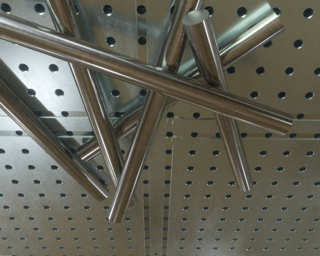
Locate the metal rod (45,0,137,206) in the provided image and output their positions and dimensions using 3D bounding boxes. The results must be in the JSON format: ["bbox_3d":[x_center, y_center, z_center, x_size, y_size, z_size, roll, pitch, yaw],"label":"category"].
[{"bbox_3d":[-0.074,-0.018,0.370,0.025,0.025,0.299,-9,122,7],"label":"metal rod"}]

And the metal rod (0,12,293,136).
[{"bbox_3d":[-0.009,-0.051,0.311,0.301,0.025,0.025,18,128,-7],"label":"metal rod"}]

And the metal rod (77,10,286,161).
[{"bbox_3d":[0.007,-0.037,0.379,0.299,0.025,0.025,-33,123,24],"label":"metal rod"}]

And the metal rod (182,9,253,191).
[{"bbox_3d":[0.083,-0.006,0.384,0.025,0.025,0.299,-16,136,13],"label":"metal rod"}]

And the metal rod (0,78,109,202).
[{"bbox_3d":[-0.160,0.007,0.415,0.025,0.025,0.300,-21,127,17],"label":"metal rod"}]

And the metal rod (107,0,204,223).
[{"bbox_3d":[-0.013,-0.007,0.361,0.025,0.025,0.298,14,115,-12],"label":"metal rod"}]
